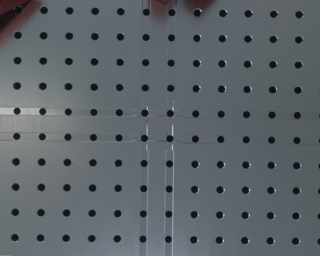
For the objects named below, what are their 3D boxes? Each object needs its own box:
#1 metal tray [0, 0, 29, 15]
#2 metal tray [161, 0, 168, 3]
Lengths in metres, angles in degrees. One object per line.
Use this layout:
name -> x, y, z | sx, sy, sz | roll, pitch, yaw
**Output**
metal tray -> -0.249, -0.178, 0.390 | 0.131, 0.030, 0.090 | -36, 90, -17
metal tray -> 0.026, -0.233, 0.380 | 0.030, 0.090, 0.130 | 29, 90, 0
